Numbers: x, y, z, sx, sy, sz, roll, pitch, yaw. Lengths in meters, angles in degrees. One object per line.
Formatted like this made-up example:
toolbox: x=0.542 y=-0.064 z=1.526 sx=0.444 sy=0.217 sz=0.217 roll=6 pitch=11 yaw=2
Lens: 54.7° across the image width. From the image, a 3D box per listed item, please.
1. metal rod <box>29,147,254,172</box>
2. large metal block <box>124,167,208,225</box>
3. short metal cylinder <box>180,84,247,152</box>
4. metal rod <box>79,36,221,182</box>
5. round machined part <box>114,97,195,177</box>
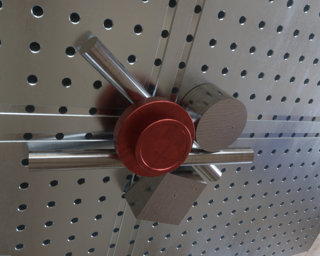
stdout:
metal rod: x=-0.009 y=0.039 z=0.408 sx=0.303 sy=0.025 sz=0.025 roll=1 pitch=118 yaw=-21
large metal block: x=0.008 y=0.091 z=0.454 sx=0.080 sy=0.050 sz=0.080 roll=22 pitch=107 yaw=-37
short metal cylinder: x=0.071 y=-0.014 z=0.426 sx=0.081 sy=0.050 sz=0.079 roll=-14 pitch=125 yaw=-21
metal rod: x=0.008 y=-0.004 z=0.415 sx=0.025 sy=0.025 sz=0.300 roll=-44 pitch=130 yaw=2
round machined part: x=-0.002 y=0.015 z=0.366 sx=0.099 sy=0.042 sz=0.097 roll=-8 pitch=113 yaw=-20
